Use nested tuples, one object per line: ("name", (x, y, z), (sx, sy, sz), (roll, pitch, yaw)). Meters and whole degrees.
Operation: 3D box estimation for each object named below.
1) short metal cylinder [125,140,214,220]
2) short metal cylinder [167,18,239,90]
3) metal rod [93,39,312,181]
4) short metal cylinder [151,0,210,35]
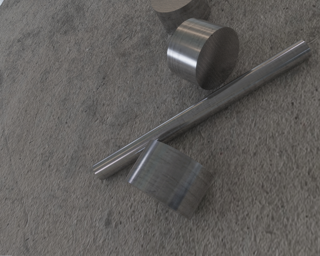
("short metal cylinder", (0.010, 0.055, 0.330), (0.080, 0.080, 0.050), (22, 74, 36))
("short metal cylinder", (0.056, -0.095, 0.398), (0.050, 0.080, 0.080), (34, 81, 38))
("metal rod", (0.046, -0.018, 0.390), (0.300, 0.025, 0.025), (-31, 52, 7))
("short metal cylinder", (0.033, -0.193, 0.489), (0.080, 0.050, 0.080), (-13, 56, 21))
